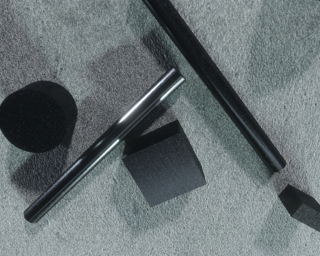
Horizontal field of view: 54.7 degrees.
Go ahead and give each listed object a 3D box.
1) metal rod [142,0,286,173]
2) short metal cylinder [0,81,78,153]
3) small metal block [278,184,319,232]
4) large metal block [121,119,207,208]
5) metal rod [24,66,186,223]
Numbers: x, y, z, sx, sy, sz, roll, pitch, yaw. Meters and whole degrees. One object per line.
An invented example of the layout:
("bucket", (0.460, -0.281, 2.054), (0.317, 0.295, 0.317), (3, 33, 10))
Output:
("metal rod", (0.071, -0.057, 0.389), (0.025, 0.025, 0.300), (-37, 106, 12))
("short metal cylinder", (-0.150, -0.015, 0.389), (0.081, 0.050, 0.079), (0, 110, 0))
("small metal block", (0.204, 0.113, 0.440), (0.050, 0.050, 0.025), (29, 108, -10))
("large metal block", (0.006, 0.047, 0.414), (0.080, 0.050, 0.080), (-25, 108, 8))
("metal rod", (-0.083, 0.031, 0.420), (0.299, 0.025, 0.025), (-43, 105, 14))
